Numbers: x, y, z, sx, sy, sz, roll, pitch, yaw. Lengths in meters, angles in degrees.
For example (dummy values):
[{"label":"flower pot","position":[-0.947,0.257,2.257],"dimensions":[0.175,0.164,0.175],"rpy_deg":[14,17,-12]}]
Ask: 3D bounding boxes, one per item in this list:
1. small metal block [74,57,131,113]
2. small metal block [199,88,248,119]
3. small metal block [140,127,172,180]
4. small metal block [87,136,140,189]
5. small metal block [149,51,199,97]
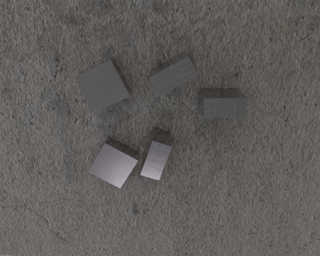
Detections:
[{"label":"small metal block","position":[-0.070,-0.054,0.389],"dimensions":[0.050,0.025,0.050],"rpy_deg":[-24,109,8]},{"label":"small metal block","position":[0.076,-0.031,0.385],"dimensions":[0.050,0.050,0.025],"rpy_deg":[-1,110,0]},{"label":"small metal block","position":[-0.005,0.032,0.408],"dimensions":[0.025,0.050,0.050],"rpy_deg":[18,109,-7]},{"label":"small metal block","position":[-0.063,0.047,0.426],"dimensions":[0.050,0.025,0.050],"rpy_deg":[29,107,-11]},{"label":"small metal block","position":[0.015,-0.066,0.372],"dimensions":[0.050,0.050,0.025],"rpy_deg":[-28,108,10]}]
